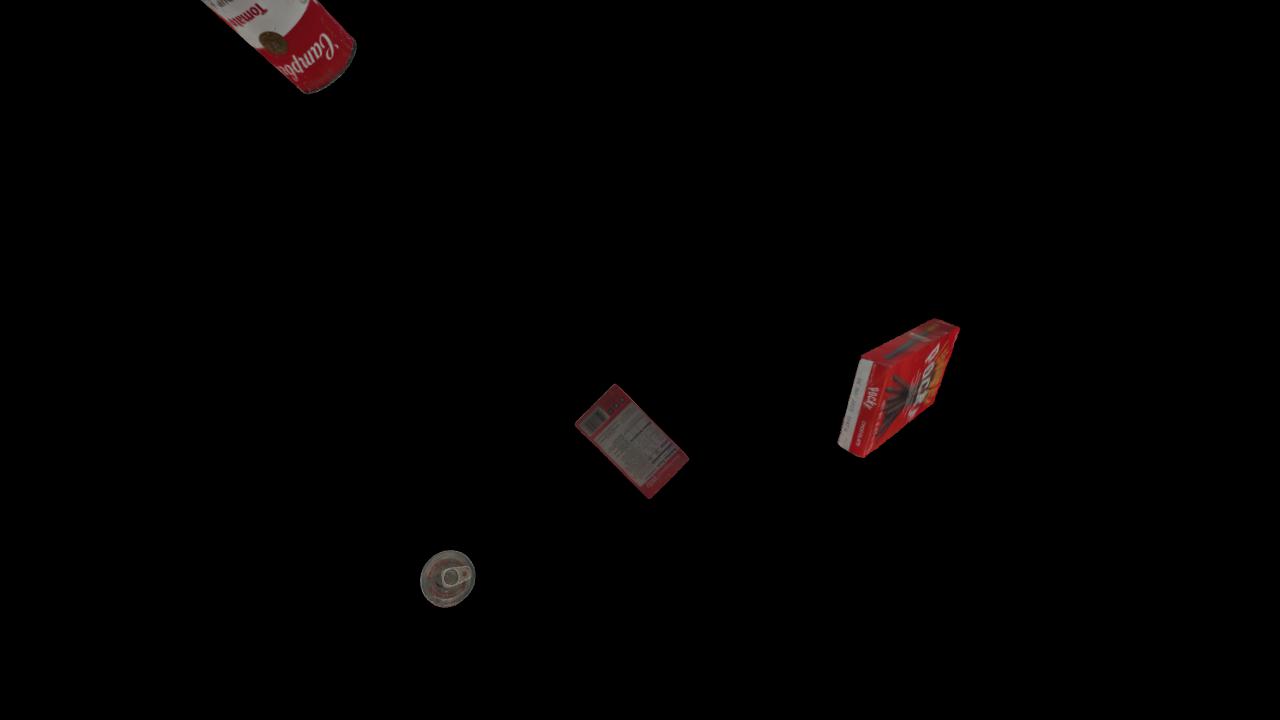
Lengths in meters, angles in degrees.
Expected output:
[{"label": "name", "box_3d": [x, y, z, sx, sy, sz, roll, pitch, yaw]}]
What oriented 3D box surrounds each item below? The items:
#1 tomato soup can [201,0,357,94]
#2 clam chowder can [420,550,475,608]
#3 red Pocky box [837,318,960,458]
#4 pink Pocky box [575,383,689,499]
[{"label": "tomato soup can", "box_3d": [-0.298, -0.284, 0.507, 0.068, 0.068, 0.101, 0, -23, 24]}, {"label": "clam chowder can", "box_3d": [-0.256, 0.293, 0.820, 0.068, 0.068, 0.102, 0, -22, -18]}, {"label": "red Pocky box", "box_3d": [0.223, 0.019, 0.524, 0.028, 0.083, 0.155, 25, 31, 37]}, {"label": "pink Pocky box", "box_3d": [-0.011, 0.117, 0.887, 0.084, 0.155, 0.029, -45, 2, -2]}]
